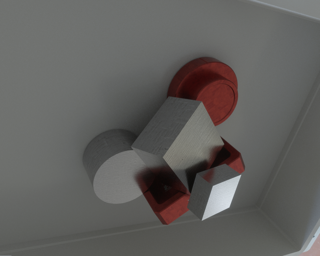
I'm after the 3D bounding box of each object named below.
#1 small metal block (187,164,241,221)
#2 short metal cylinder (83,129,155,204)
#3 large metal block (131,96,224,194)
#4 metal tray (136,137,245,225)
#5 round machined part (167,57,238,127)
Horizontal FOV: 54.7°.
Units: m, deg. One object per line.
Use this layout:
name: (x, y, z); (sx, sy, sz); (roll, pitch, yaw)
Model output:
small metal block: (0.064, 0.075, 0.366); (0.050, 0.025, 0.050); (-11, 124, -39)
short metal cylinder: (-0.051, 0.048, 0.393); (0.081, 0.050, 0.079); (-14, 125, -21)
large metal block: (0.025, 0.021, 0.372); (0.080, 0.050, 0.080); (-54, 133, -22)
metal tray: (0.036, 0.058, 0.421); (0.131, 0.090, 0.030); (-33, 128, -7)
round machined part: (0.062, -0.040, 0.407); (0.099, 0.042, 0.097); (-14, 125, -21)
